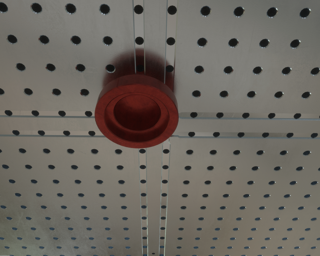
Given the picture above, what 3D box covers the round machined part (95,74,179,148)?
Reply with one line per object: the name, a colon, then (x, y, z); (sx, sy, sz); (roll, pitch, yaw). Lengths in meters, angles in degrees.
round machined part: (-0.027, -0.024, 0.380); (0.099, 0.042, 0.097); (-1, 130, 0)
